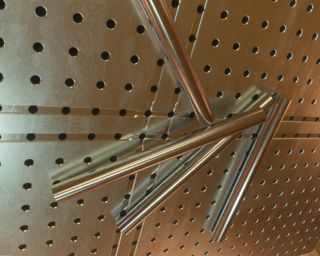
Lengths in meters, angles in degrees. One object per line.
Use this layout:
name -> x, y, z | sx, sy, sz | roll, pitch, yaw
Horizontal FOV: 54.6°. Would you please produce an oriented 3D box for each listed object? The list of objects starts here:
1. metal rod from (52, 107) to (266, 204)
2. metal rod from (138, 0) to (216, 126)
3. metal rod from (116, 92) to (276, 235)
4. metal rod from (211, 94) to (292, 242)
metal rod -> 0.007, 0.032, 0.419 | 0.302, 0.025, 0.025 | -20, 127, -11
metal rod -> 0.005, -0.111, 0.344 | 0.025, 0.025, 0.300 | -36, 129, -5
metal rod -> 0.054, 0.054, 0.473 | 0.300, 0.025, 0.025 | -41, 129, 0
metal rod -> 0.153, 0.082, 0.544 | 0.025, 0.025, 0.298 | 4, 117, -30
